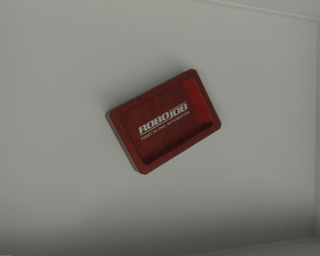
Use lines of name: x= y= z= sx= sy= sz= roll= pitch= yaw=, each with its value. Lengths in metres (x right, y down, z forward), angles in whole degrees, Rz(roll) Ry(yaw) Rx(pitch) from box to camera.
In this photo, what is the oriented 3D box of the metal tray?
metal tray: x=0.007 y=-0.010 z=0.407 sx=0.131 sy=0.030 sz=0.090 roll=-30 pitch=100 yaw=-18
